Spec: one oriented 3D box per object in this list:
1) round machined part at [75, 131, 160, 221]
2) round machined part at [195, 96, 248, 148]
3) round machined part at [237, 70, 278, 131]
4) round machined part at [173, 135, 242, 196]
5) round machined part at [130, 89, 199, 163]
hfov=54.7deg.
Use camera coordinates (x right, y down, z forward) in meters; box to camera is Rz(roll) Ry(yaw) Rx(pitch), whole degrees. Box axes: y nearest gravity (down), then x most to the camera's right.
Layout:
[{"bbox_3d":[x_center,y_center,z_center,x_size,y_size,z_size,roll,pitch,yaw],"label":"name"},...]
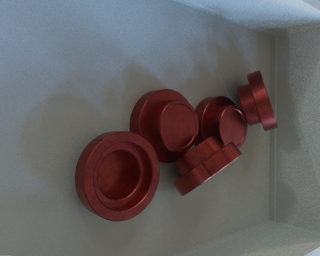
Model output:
[{"bbox_3d":[-0.051,0.052,0.353,0.099,0.042,0.097,0,90,-40],"label":"round machined part"},{"bbox_3d":[0.098,-0.001,0.477,0.099,0.042,0.097,0,90,-40],"label":"round machined part"},{"bbox_3d":[0.157,-0.041,0.507,0.098,0.042,0.098,-18,90,-71],"label":"round machined part"},{"bbox_3d":[0.057,0.046,0.417,0.099,0.097,0.042,-27,76,-37],"label":"round machined part"},{"bbox_3d":[0.013,-0.003,0.406,0.099,0.042,0.097,0,90,-40],"label":"round machined part"}]
